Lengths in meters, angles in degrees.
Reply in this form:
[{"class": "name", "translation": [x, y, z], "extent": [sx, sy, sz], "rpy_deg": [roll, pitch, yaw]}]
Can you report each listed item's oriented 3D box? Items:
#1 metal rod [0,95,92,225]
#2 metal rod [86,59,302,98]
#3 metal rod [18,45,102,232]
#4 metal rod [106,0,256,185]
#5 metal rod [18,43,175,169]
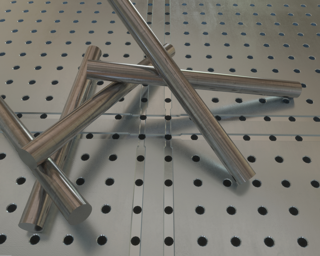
[{"class": "metal rod", "translation": [-0.173, 0.007, 0.376], "extent": [0.025, 0.025, 0.300], "rpy_deg": [-34, 51, -25]}, {"class": "metal rod", "translation": [0.055, -0.065, 0.425], "extent": [0.302, 0.025, 0.025], "rpy_deg": [3, 49, -13]}, {"class": "metal rod", "translation": [-0.121, -0.012, 0.415], "extent": [0.025, 0.025, 0.300], "rpy_deg": [4, 50, 3]}, {"class": "metal rod", "translation": [0.018, -0.062, 0.385], "extent": [0.025, 0.025, 0.299], "rpy_deg": [-30, 80, -23]}, {"class": "metal rod", "translation": [-0.059, -0.049, 0.413], "extent": [0.025, 0.025, 0.301], "rpy_deg": [24, 43, 18]}]
